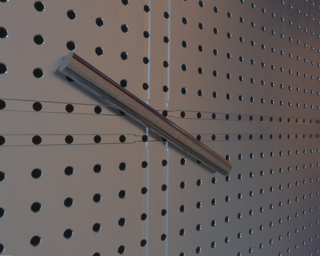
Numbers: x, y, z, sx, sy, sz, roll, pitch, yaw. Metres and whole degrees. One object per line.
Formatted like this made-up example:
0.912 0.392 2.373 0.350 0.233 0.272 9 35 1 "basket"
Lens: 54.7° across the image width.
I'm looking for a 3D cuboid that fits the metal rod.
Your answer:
0.003 -0.003 0.414 0.301 0.025 0.025 34 69 -35 "metal rod"
